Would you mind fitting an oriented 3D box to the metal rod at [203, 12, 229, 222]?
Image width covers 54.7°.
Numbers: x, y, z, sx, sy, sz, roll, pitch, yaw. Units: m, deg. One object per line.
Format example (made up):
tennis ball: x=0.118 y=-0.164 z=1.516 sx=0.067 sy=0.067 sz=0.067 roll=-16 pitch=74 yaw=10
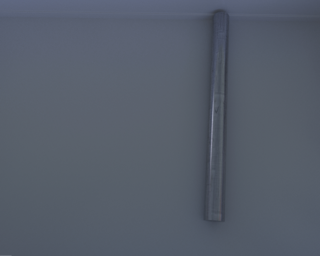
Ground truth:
metal rod: x=0.079 y=-0.029 z=0.421 sx=0.025 sy=0.025 sz=0.299 roll=5 pitch=70 yaw=1
